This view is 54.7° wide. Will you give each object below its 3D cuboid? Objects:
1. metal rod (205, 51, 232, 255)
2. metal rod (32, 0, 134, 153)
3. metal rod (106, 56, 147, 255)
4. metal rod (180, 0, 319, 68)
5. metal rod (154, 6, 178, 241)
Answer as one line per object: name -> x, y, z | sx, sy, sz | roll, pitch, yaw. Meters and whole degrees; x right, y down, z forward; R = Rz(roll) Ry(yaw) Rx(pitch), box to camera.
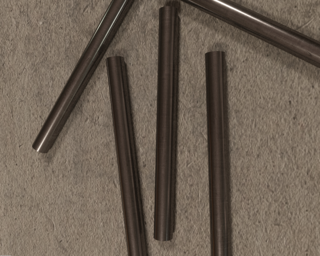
metal rod -> 0.073, 0.057, 0.382 | 0.025, 0.025, 0.298 | -2, 89, 19
metal rod -> -0.104, -0.093, 0.444 | 0.025, 0.025, 0.299 | 35, 101, 16
metal rod -> -0.045, 0.052, 0.423 | 0.025, 0.025, 0.298 | -8, 88, 19
metal rod -> 0.117, -0.121, 0.367 | 0.300, 0.025, 0.025 | 33, 100, 16
metal rod -> 0.008, -0.005, 0.405 | 0.025, 0.025, 0.298 | 2, 90, 19
